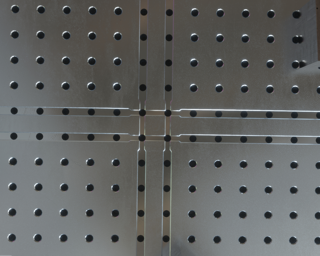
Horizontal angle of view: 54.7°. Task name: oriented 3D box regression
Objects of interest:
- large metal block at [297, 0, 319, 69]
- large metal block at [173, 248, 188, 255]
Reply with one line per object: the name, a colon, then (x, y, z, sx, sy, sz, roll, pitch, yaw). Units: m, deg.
large metal block: (0.232, -0.124, 0.404, 0.081, 0.050, 0.079, -2, 90, -1)
large metal block: (0.028, 0.222, 0.401, 0.080, 0.050, 0.080, 45, 90, -1)
